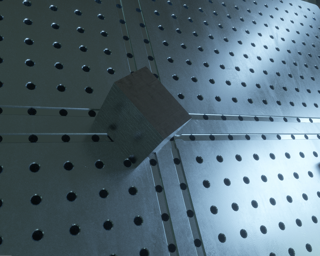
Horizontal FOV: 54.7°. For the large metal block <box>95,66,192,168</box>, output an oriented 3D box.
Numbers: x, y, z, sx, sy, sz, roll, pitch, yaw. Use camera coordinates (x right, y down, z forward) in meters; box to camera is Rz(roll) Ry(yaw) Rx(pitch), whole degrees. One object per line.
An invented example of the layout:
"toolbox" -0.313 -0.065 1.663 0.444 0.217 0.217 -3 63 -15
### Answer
"large metal block" -0.023 -0.011 0.367 0.080 0.080 0.050 49 51 6
